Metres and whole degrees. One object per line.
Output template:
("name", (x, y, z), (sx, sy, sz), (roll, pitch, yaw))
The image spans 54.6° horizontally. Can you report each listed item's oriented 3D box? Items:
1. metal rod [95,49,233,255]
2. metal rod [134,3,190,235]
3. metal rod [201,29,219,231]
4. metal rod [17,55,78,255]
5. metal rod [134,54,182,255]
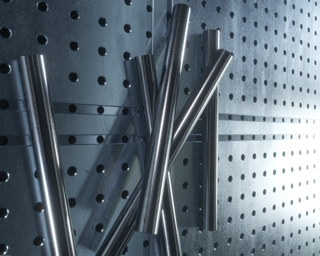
("metal rod", (0.013, 0.024, 0.384), (0.025, 0.025, 0.300), (41, 72, -32))
("metal rod", (0.008, -0.028, 0.379), (0.025, 0.025, 0.299), (27, 63, -37))
("metal rod", (0.076, 0.003, 0.471), (0.025, 0.025, 0.298), (1, 89, -40))
("metal rod", (-0.107, 0.078, 0.319), (0.025, 0.025, 0.298), (-13, 98, -39))
("metal rod", (0.001, 0.056, 0.408), (0.025, 0.025, 0.298), (-14, 99, -39))
